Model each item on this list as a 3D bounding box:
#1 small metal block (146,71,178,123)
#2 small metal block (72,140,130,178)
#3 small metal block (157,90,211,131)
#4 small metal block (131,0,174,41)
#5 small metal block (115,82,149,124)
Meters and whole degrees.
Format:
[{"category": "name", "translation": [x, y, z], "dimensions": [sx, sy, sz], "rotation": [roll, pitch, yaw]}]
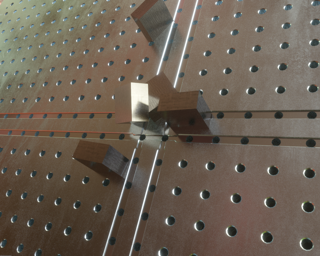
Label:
[{"category": "small metal block", "translation": [-0.002, -0.044, 0.435], "dimensions": [0.050, 0.025, 0.050], "rotation": [-34, 52, 5]}, {"category": "small metal block", "translation": [-0.076, 0.041, 0.406], "dimensions": [0.050, 0.050, 0.025], "rotation": [6, 65, 31]}, {"category": "small metal block", "translation": [0.031, -0.020, 0.387], "dimensions": [0.050, 0.050, 0.025], "rotation": [-3, 61, 26]}, {"category": "small metal block", "translation": [-0.012, -0.181, 0.508], "dimensions": [0.050, 0.050, 0.025], "rotation": [-46, 51, -4]}, {"category": "small metal block", "translation": [-0.039, -0.032, 0.422], "dimensions": [0.050, 0.025, 0.050], "rotation": [-6, 85, 57]}]
